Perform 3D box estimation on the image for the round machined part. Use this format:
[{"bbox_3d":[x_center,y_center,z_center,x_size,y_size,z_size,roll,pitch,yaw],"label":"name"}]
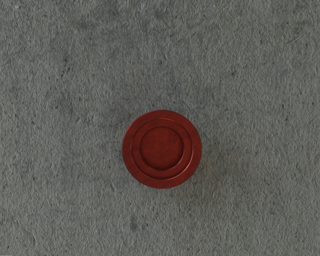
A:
[{"bbox_3d":[0.003,0.026,0.402,0.099,0.042,0.097,0,90,0],"label":"round machined part"}]
